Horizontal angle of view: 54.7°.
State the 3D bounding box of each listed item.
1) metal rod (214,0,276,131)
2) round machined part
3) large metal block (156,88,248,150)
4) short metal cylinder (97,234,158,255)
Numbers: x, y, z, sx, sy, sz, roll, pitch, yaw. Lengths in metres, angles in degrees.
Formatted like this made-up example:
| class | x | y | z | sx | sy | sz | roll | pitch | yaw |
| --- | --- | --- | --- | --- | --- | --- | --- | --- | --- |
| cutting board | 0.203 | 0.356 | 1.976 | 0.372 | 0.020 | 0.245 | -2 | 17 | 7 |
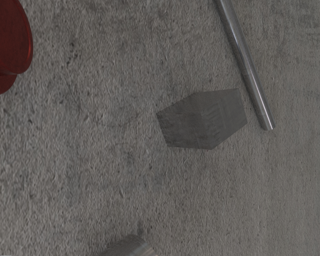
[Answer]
| class | x | y | z | sx | sy | sz | roll | pitch | yaw |
| --- | --- | --- | --- | --- | --- | --- | --- | --- | --- |
| metal rod | 0.138 | -0.126 | 0.519 | 0.025 | 0.025 | 0.299 | -42 | 115 | -32 |
| round machined part | -0.136 | -0.074 | 0.243 | 0.098 | 0.042 | 0.097 | -7 | 92 | -85 |
| large metal block | 0.056 | -0.013 | 0.416 | 0.081 | 0.080 | 0.050 | -30 | 109 | -36 |
| short metal cylinder | -0.034 | 0.166 | 0.341 | 0.050 | 0.080 | 0.080 | -25 | 106 | -37 |
